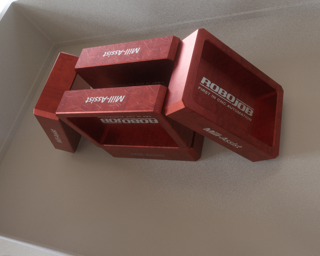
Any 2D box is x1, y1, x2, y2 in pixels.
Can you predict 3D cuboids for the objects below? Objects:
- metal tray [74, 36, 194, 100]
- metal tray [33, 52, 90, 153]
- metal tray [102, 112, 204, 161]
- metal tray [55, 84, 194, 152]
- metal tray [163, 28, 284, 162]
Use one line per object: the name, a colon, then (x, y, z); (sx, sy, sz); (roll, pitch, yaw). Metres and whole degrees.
metal tray: (-0.024, -0.061, 0.373); (0.130, 0.090, 0.030); (0, 62, 28)
metal tray: (-0.125, -0.029, 0.422); (0.030, 0.129, 0.090); (15, 66, -1)
metal tray: (-0.006, -0.006, 0.408); (0.130, 0.030, 0.090); (0, 62, 27)
metal tray: (-0.038, -0.008, 0.348); (0.130, 0.090, 0.030); (0, 62, 28)
metal tray: (0.072, -0.030, 0.318); (0.030, 0.131, 0.090); (-22, 47, 53)
